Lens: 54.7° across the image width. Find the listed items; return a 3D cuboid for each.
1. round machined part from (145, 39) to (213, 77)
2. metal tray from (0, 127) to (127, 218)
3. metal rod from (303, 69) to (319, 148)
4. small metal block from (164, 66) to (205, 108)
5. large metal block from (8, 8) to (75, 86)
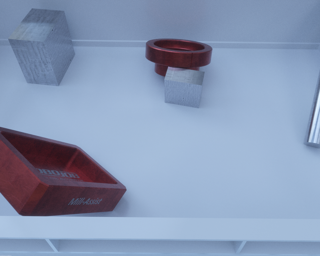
[{"bbox_3d":[0.027,-0.104,0.467,0.099,0.042,0.098,4,26,-2],"label":"round machined part"},{"bbox_3d":[-0.100,0.044,0.302,0.090,0.130,0.030,35,93,25],"label":"metal tray"},{"bbox_3d":[0.239,-0.118,0.420,0.025,0.025,0.299,15,79,12],"label":"metal rod"},{"bbox_3d":[0.034,-0.057,0.435,0.050,0.050,0.025,10,58,8],"label":"small metal block"},{"bbox_3d":[-0.174,-0.122,0.470,0.050,0.080,0.080,6,50,5],"label":"large metal block"}]
